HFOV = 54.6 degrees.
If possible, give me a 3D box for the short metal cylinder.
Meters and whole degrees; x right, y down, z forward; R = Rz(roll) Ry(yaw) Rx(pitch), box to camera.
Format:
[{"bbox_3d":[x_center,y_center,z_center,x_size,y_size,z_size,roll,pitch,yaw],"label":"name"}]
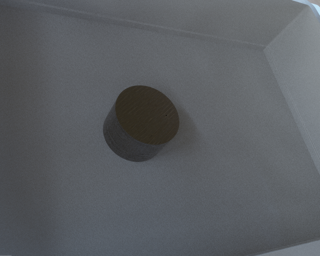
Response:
[{"bbox_3d":[-0.024,-0.005,0.379,0.081,0.050,0.080,13,56,-21],"label":"short metal cylinder"}]
